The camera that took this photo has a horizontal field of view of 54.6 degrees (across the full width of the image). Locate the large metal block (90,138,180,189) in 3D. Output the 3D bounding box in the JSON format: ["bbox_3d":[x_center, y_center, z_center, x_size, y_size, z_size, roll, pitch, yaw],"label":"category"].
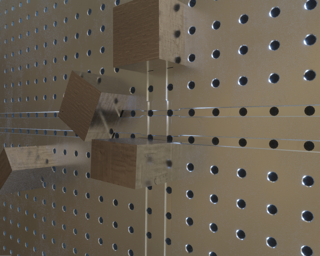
[{"bbox_3d":[-0.031,0.041,0.401,0.080,0.081,0.050,4,93,40],"label":"large metal block"}]

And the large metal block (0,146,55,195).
[{"bbox_3d":[-0.264,0.079,0.594,0.080,0.081,0.050,-47,62,30],"label":"large metal block"}]

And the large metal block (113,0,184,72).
[{"bbox_3d":[-0.016,-0.121,0.407,0.080,0.050,0.080,0,90,40],"label":"large metal block"}]

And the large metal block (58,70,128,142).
[{"bbox_3d":[-0.106,-0.034,0.483,0.080,0.050,0.080,36,112,34],"label":"large metal block"}]
